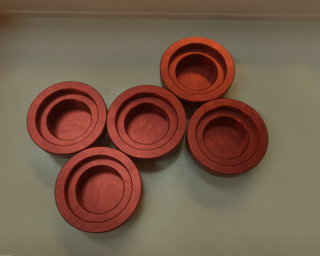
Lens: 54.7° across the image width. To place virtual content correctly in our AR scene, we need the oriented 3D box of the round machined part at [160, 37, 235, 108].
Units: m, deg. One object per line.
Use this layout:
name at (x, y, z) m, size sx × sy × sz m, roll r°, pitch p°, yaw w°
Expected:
round machined part at (0.049, -0.072, 0.424) m, size 0.099 × 0.042 × 0.098 m, roll 0°, pitch 70°, yaw 0°

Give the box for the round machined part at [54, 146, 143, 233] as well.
round machined part at (-0.070, 0.074, 0.370) m, size 0.099 × 0.042 × 0.098 m, roll 0°, pitch 70°, yaw 0°

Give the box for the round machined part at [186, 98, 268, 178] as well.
round machined part at (0.082, 0.015, 0.393) m, size 0.099 × 0.042 × 0.098 m, roll 0°, pitch 70°, yaw 0°

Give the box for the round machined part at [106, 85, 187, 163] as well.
round machined part at (-0.016, -0.003, 0.398) m, size 0.099 × 0.042 × 0.098 m, roll 0°, pitch 70°, yaw 0°

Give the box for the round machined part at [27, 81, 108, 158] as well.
round machined part at (-0.114, -0.008, 0.400) m, size 0.099 × 0.042 × 0.098 m, roll 0°, pitch 70°, yaw 0°
